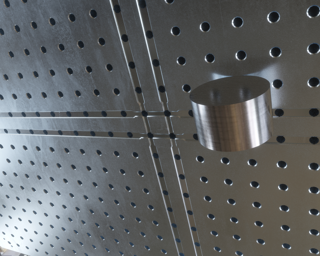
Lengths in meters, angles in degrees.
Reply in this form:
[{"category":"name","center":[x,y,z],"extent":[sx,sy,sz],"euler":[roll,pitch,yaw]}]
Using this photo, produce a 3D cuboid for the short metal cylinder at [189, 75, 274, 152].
[{"category":"short metal cylinder","center":[0.075,-0.018,0.325],"extent":[0.080,0.080,0.050],"euler":[0,118,28]}]
